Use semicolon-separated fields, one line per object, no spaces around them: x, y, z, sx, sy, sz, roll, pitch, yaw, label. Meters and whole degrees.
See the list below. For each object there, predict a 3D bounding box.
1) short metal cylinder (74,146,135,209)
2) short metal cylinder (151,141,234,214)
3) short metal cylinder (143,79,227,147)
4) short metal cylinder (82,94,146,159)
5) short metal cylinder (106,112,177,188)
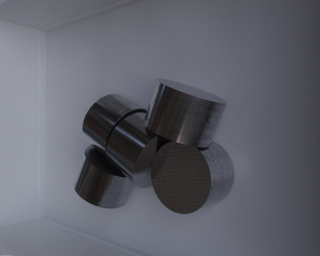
-0.072;0.064;0.425;0.080;0.081;0.050;36;112;34;short metal cylinder
0.037;0.053;0.356;0.080;0.050;0.079;0;90;39;short metal cylinder
0.027;-0.018;0.345;0.080;0.081;0.050;29;108;36;short metal cylinder
-0.054;0.001;0.411;0.050;0.081;0.079;32;110;35;short metal cylinder
-0.019;0.027;0.383;0.050;0.081;0.079;33;111;35;short metal cylinder
